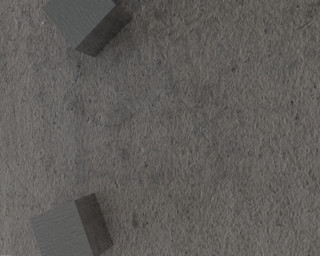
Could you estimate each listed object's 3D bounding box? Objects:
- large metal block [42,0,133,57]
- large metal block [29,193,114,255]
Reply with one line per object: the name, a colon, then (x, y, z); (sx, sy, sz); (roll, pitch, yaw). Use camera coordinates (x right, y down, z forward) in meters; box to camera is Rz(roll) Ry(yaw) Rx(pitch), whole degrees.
large metal block: (-0.100, -0.160, 0.431); (0.080, 0.050, 0.080); (-42, 77, 15)
large metal block: (-0.125, 0.148, 0.440); (0.080, 0.050, 0.080); (-24, 82, 18)
